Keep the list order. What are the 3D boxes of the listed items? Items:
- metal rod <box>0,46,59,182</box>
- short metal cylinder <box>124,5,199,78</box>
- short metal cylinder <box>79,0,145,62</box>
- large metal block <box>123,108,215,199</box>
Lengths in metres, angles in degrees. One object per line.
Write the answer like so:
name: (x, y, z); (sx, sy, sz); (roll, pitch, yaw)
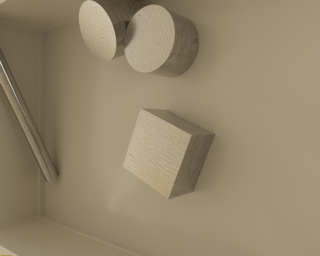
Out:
metal rod: (-0.247, -0.044, 0.534); (0.025, 0.025, 0.298); (-8, 108, 39)
short metal cylinder: (0.001, -0.106, 0.387); (0.080, 0.050, 0.079); (0, 91, 39)
short metal cylinder: (-0.066, -0.137, 0.422); (0.080, 0.050, 0.079); (30, 136, 34)
large metal block: (0.009, 0.028, 0.381); (0.080, 0.050, 0.079); (29, 108, 36)
